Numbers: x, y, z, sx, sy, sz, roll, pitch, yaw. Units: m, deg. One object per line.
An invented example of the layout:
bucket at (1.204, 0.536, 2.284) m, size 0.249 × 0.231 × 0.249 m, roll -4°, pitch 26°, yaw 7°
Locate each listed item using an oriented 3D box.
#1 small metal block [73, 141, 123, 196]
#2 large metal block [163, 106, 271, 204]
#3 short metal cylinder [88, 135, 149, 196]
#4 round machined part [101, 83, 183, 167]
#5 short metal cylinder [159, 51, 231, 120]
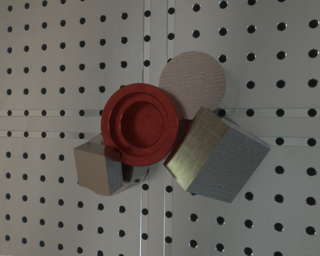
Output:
small metal block at (-0.074, 0.048, 0.372) m, size 0.050 × 0.025 × 0.050 m, roll 9°, pitch 113°, yaw 31°
large metal block at (0.065, 0.033, 0.353) m, size 0.080 × 0.080 × 0.050 m, roll -57°, pitch 39°, yaw 11°
short metal cylinder at (-0.061, 0.047, 0.420) m, size 0.080 × 0.050 × 0.079 m, roll 0°, pitch 90°, yaw 20°
round machined part at (-0.019, -0.004, 0.379) m, size 0.098 × 0.042 × 0.097 m, roll 0°, pitch 90°, yaw 20°
short metal cylinder at (0.045, -0.050, 0.383) m, size 0.080 × 0.050 × 0.079 m, roll 0°, pitch 90°, yaw 20°
